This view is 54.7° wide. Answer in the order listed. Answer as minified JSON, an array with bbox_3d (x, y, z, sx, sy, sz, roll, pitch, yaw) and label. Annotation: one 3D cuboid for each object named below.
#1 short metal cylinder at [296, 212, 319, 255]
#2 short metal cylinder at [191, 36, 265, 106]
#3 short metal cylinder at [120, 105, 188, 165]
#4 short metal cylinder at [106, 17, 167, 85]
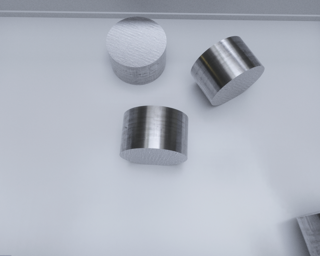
[{"bbox_3d":[0.200,0.114,0.340,0.081,0.080,0.050,-12,71,-5],"label":"short metal cylinder"},{"bbox_3d":[0.088,-0.074,0.408,0.080,0.080,0.050,-29,73,-10],"label":"short metal cylinder"},{"bbox_3d":[-0.006,0.012,0.376,0.080,0.080,0.050,3,70,1],"label":"short metal cylinder"},{"bbox_3d":[-0.031,-0.107,0.435,0.081,0.050,0.080,0,70,0],"label":"short metal cylinder"}]
